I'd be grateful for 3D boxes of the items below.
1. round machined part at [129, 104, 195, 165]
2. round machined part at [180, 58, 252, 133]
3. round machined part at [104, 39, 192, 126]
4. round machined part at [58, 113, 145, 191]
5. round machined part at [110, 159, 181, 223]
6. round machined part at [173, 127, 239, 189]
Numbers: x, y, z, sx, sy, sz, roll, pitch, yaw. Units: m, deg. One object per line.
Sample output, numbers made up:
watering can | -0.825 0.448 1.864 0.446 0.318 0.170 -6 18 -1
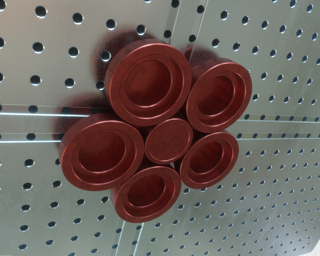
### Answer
round machined part | 0.004 0.009 0.406 0.099 0.042 0.097 -14 124 -21
round machined part | 0.068 -0.045 0.408 0.099 0.042 0.097 -14 124 -21
round machined part | -0.017 -0.054 0.357 0.099 0.042 0.097 -14 124 -21
round machined part | -0.072 0.025 0.375 0.099 0.042 0.097 -14 124 -21
round machined part | -0.023 0.083 0.437 0.099 0.042 0.097 -14 124 -21
round machined part | 0.063 0.039 0.458 0.099 0.042 0.097 -14 124 -21
